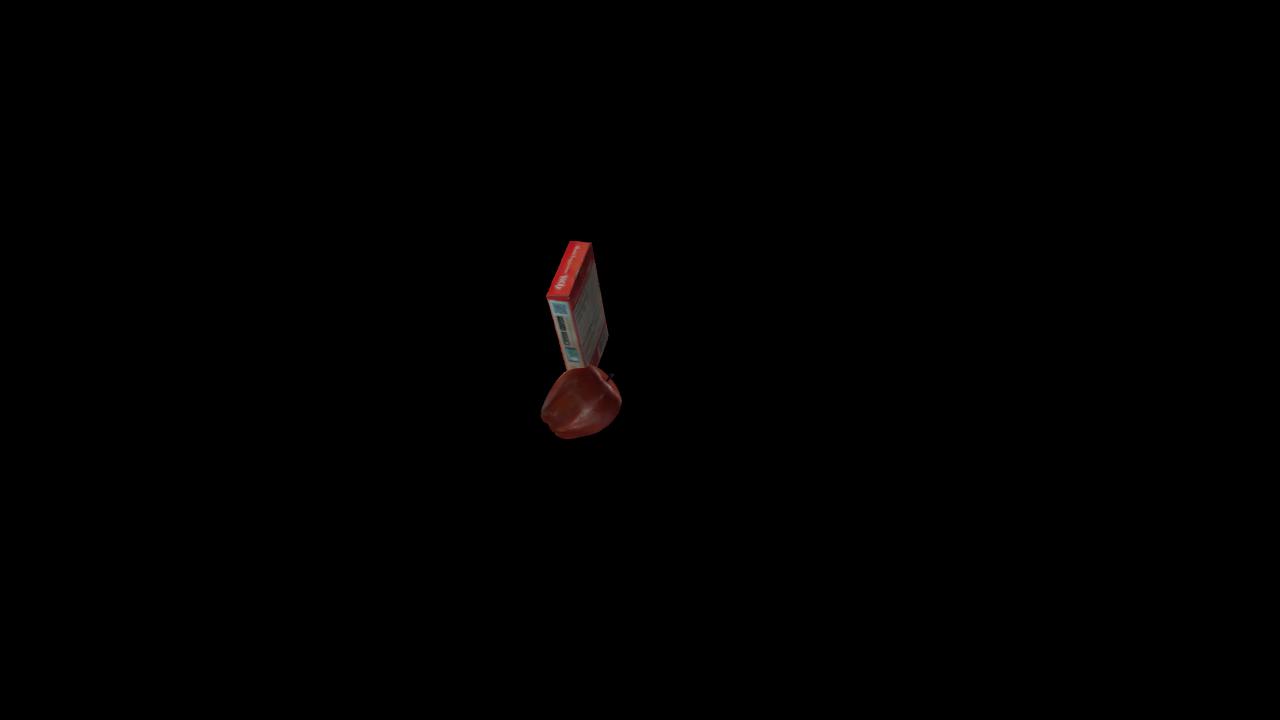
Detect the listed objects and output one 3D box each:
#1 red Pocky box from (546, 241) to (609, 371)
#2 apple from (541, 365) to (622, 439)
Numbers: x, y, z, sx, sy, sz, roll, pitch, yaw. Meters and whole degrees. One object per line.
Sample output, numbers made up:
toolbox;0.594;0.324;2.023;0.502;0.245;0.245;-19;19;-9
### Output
red Pocky box;-0.065;-0.047;0.673;0.028;0.083;0.155;9;-36;12
apple;-0.065;0.047;0.698;0.093;0.079;0.079;-38;1;-1
